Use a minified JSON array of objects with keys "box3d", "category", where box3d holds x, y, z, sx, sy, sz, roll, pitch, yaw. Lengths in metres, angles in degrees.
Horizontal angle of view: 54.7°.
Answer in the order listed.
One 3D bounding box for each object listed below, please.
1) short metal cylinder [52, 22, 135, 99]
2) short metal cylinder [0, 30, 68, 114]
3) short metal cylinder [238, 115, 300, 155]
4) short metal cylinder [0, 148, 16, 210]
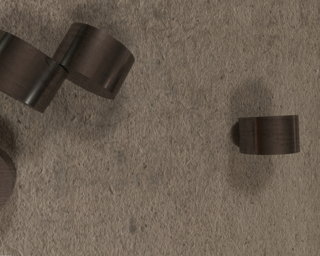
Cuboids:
[{"box3d":[-0.076,-0.074,0.352,0.080,0.080,0.050,29,81,-18],"category":"short metal cylinder"},{"box3d":[-0.147,-0.057,0.326,0.080,0.080,0.050,32,80,-18],"category":"short metal cylinder"},{"box3d":[0.153,0.008,0.438,0.081,0.080,0.050,-4,92,-20],"category":"short metal cylinder"},{"box3d":[-0.197,0.055,0.323,0.081,0.050,0.079,0,90,-21],"category":"short metal cylinder"}]
